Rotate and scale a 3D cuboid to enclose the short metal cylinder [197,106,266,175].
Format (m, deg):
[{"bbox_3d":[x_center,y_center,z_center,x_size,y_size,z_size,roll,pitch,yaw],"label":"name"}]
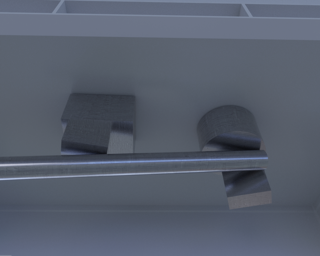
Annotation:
[{"bbox_3d":[0.091,0.018,0.407,0.081,0.050,0.079,0,130,0],"label":"short metal cylinder"}]

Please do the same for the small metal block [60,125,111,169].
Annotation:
[{"bbox_3d":[-0.088,0.028,0.363,0.050,0.025,0.050,10,129,-9],"label":"small metal block"}]

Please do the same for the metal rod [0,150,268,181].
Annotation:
[{"bbox_3d":[-0.024,0.041,0.349,0.302,0.025,0.025,-1,131,-10],"label":"metal rod"}]

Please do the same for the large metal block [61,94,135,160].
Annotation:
[{"bbox_3d":[-0.073,0.005,0.392,0.081,0.050,0.079,2,130,-2],"label":"large metal block"}]

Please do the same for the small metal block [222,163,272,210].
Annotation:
[{"bbox_3d":[0.106,0.069,0.384,0.050,0.050,0.025,-11,129,9],"label":"small metal block"}]
